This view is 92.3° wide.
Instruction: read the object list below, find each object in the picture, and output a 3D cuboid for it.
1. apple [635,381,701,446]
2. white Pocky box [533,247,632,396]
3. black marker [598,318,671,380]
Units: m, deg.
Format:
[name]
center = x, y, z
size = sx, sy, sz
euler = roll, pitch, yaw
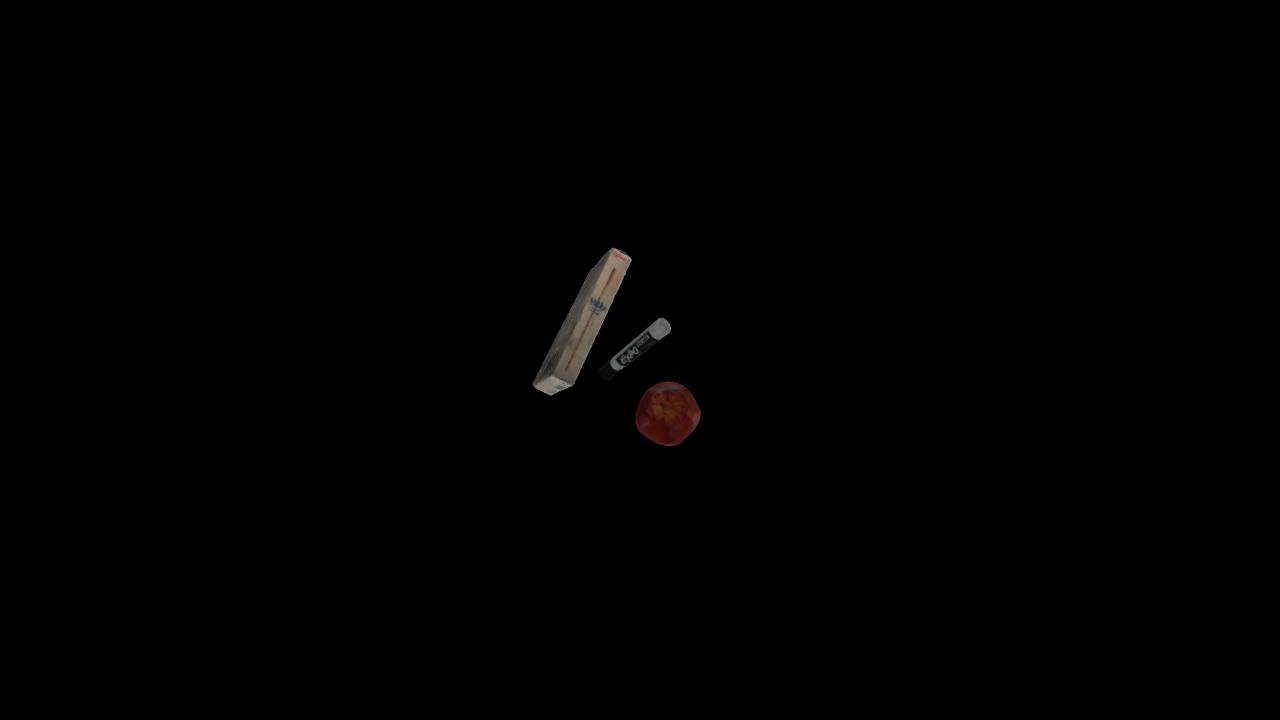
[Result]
[apple]
center = 0.032, 0.064, 0.738
size = 0.079, 0.079, 0.093
euler = 0, -11, 5
[white Pocky box]
center = -0.062, -0.039, 0.651
size = 0.028, 0.154, 0.084
euler = 29, -20, -15
[black marker]
center = -0.009, -0.009, 0.675
size = 0.020, 0.020, 0.121
euler = 0, -26, -39
